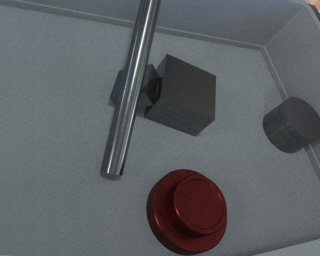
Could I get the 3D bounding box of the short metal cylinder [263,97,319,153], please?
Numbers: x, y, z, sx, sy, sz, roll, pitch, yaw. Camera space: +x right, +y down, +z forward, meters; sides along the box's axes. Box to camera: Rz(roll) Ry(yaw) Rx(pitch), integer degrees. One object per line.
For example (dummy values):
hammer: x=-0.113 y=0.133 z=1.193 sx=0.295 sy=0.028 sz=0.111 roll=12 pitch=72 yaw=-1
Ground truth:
short metal cylinder: x=0.220 y=-0.004 z=0.514 sx=0.081 sy=0.050 sz=0.080 roll=14 pitch=56 yaw=-21

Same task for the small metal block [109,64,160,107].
small metal block: x=-0.032 y=-0.053 z=0.404 sx=0.025 sy=0.050 sz=0.050 roll=57 pitch=35 yaw=-45

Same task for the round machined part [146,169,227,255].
round machined part: x=0.038 y=0.093 z=0.360 sx=0.099 sy=0.042 sz=0.098 roll=14 pitch=56 yaw=-21

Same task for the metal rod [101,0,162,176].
metal rod: x=-0.024 y=-0.093 z=0.371 sx=0.025 sy=0.025 sz=0.299 roll=15 pitch=81 yaw=-20

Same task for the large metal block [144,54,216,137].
large metal block: x=0.030 y=-0.045 z=0.434 sx=0.080 sy=0.050 sz=0.080 roll=21 pitch=54 yaw=-17
